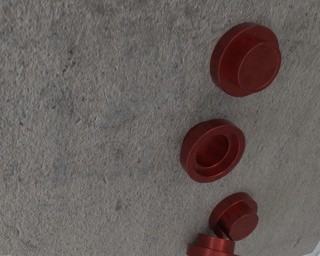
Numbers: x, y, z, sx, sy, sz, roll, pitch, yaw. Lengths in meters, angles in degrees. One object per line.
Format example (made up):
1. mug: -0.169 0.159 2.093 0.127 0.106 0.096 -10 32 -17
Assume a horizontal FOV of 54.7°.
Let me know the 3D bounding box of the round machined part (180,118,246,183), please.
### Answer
1. round machined part: 0.072 0.029 0.453 0.099 0.042 0.097 -14 124 -21

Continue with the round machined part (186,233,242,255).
1. round machined part: 0.099 0.220 0.563 0.098 0.098 0.042 28 67 -38

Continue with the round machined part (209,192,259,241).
1. round machined part: 0.145 0.173 0.581 0.099 0.042 0.097 -14 124 -21

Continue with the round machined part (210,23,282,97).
1. round machined part: 0.119 -0.085 0.408 0.099 0.042 0.097 -14 124 -21
